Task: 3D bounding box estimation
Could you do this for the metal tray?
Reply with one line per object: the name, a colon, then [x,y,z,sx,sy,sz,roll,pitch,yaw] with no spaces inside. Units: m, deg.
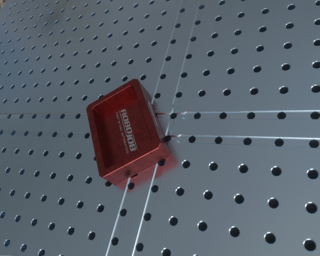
metal tray: [-0.049,0.002,0.430,0.090,0.030,0.130,-28,52,10]
